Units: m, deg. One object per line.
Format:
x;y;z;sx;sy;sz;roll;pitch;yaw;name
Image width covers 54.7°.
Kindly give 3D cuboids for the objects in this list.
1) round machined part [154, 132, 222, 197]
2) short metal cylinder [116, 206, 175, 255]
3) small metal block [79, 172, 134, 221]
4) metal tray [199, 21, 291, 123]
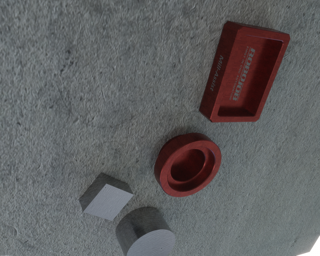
0.036;0.048;0.447;0.099;0.042;0.097;-14;125;-21;round machined part
-0.023;0.171;0.486;0.081;0.050;0.079;-14;125;-21;short metal cylinder
-0.074;0.095;0.427;0.050;0.025;0.050;33;100;-39;small metal block
0.114;-0.072;0.423;0.091;0.030;0.129;-1;119;-28;metal tray
